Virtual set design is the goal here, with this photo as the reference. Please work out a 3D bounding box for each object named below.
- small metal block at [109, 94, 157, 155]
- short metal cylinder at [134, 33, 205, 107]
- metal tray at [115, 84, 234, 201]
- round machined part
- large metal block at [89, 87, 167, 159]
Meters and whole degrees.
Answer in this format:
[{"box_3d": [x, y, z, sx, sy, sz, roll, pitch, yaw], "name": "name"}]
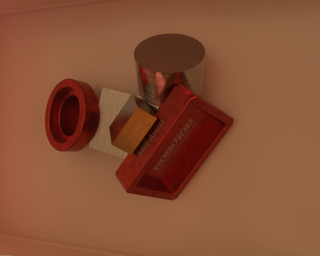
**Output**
[{"box_3d": [-0.032, -0.006, 0.351, 0.025, 0.050, 0.050, 31, 103, -22], "name": "small metal block"}, {"box_3d": [0.012, -0.069, 0.368, 0.080, 0.080, 0.050, 17, 140, 19], "name": "short metal cylinder"}, {"box_3d": [0.019, 0.023, 0.366, 0.129, 0.090, 0.030, -55, 47, 11], "name": "metal tray"}, {"box_3d": [-0.114, -0.016, 0.426, 0.098, 0.042, 0.097, -6, 81, 42], "name": "round machined part"}, {"box_3d": [-0.037, -0.003, 0.408, 0.080, 0.050, 0.079, 16, 95, 19], "name": "large metal block"}]
